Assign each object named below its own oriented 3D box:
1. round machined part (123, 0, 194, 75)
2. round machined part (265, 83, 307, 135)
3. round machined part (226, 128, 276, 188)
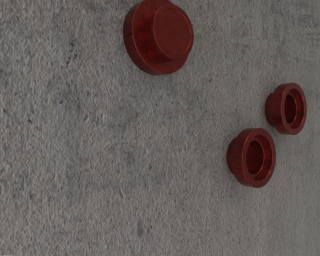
[{"bbox_3d":[0.005,-0.119,0.397,0.099,0.042,0.097,0,90,-40],"label":"round machined part"},{"bbox_3d":[0.238,-0.036,0.592,0.099,0.042,0.097,0,90,-40],"label":"round machined part"},{"bbox_3d":[0.149,0.049,0.518,0.099,0.042,0.097,0,90,-40],"label":"round machined part"}]
